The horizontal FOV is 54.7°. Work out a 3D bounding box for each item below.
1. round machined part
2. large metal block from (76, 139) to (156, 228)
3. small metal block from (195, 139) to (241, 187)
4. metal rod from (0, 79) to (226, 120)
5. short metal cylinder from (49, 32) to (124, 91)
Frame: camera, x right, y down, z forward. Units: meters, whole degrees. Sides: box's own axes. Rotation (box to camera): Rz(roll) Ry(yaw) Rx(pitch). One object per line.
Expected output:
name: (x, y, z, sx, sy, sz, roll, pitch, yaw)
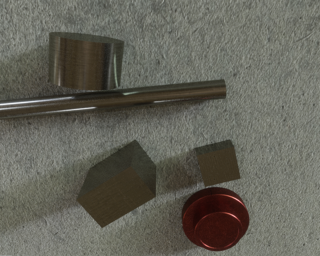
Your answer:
round machined part: (0.082, 0.139, 0.453, 0.099, 0.042, 0.097, 0, 110, -1)
large metal block: (-0.053, 0.070, 0.406, 0.080, 0.080, 0.050, -32, 107, 11)
small metal block: (0.080, 0.049, 0.429, 0.050, 0.025, 0.050, -14, 110, 5)
metal rod: (-0.069, -0.036, 0.395, 0.302, 0.025, 0.025, -5, 110, 1)
short metal cylinder: (-0.083, -0.077, 0.351, 0.081, 0.080, 0.050, 7, 110, -3)
